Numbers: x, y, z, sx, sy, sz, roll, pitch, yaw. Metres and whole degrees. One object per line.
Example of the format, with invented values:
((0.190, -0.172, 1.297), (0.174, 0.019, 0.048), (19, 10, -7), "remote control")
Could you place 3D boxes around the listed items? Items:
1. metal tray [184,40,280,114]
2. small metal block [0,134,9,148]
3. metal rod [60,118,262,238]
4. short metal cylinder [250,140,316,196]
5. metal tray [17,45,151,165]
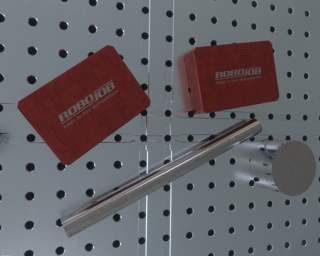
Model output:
((0.106, -0.074, 0.449), (0.131, 0.030, 0.089), (-11, 94, -20), "metal tray")
((-0.194, 0.008, 0.328), (0.050, 0.050, 0.025), (39, 78, -16), "small metal block")
((0.015, 0.059, 0.418), (0.302, 0.025, 0.025), (-26, 99, -18), "metal rod")
((0.185, 0.058, 0.468), (0.081, 0.050, 0.079), (0, 90, -20), "short metal cylinder")
((-0.089, -0.029, 0.377), (0.131, 0.030, 0.090), (-38, 102, -16), "metal tray")
